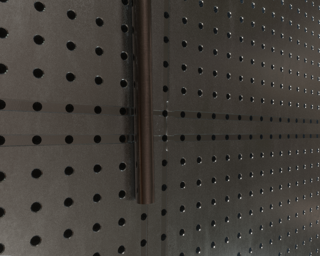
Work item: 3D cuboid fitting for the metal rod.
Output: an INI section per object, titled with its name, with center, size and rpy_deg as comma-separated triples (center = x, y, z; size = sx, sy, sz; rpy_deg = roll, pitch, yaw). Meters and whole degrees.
[metal rod]
center = -0.021, -0.055, 0.392
size = 0.025, 0.025, 0.298
rpy_deg = -2, 91, -40
